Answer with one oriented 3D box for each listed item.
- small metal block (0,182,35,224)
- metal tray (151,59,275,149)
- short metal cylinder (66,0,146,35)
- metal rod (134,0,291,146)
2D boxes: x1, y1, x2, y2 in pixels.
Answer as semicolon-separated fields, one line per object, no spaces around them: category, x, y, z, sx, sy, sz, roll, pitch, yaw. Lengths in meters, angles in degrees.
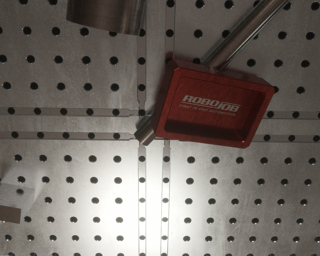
small metal block;-0.211;0.105;0.436;0.050;0.050;0.025;12;110;-5
metal tray;0.063;-0.026;0.381;0.131;0.030;0.089;8;117;-17
short metal cylinder;-0.057;-0.134;0.334;0.081;0.080;0.050;11;110;-5
metal rod;0.076;-0.088;0.381;0.025;0.025;0.299;41;105;-14
